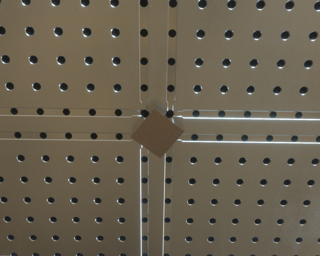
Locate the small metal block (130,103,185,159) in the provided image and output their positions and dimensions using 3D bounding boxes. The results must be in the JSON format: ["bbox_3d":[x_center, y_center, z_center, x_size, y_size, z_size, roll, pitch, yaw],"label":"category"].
[{"bbox_3d":[-0.003,0.004,0.415,0.050,0.025,0.050,37,106,-13],"label":"small metal block"}]
